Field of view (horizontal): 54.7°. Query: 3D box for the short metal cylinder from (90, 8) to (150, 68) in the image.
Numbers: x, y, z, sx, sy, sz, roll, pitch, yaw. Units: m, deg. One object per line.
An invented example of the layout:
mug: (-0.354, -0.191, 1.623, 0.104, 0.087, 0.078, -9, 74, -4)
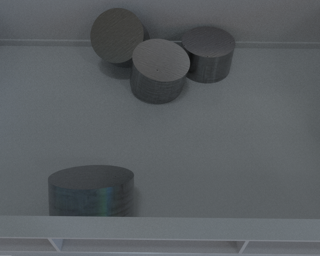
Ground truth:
short metal cylinder: (-0.059, -0.136, 0.476, 0.080, 0.050, 0.079, 0, 92, 9)

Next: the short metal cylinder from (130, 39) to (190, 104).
short metal cylinder: (-0.002, -0.082, 0.448, 0.081, 0.050, 0.080, 5, 58, -8)

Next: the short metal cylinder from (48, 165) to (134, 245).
short metal cylinder: (-0.066, 0.071, 0.302, 0.080, 0.050, 0.080, 1, 8, 0)

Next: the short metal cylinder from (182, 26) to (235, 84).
short metal cylinder: (0.073, -0.115, 0.486, 0.080, 0.050, 0.080, 0, 50, 0)
